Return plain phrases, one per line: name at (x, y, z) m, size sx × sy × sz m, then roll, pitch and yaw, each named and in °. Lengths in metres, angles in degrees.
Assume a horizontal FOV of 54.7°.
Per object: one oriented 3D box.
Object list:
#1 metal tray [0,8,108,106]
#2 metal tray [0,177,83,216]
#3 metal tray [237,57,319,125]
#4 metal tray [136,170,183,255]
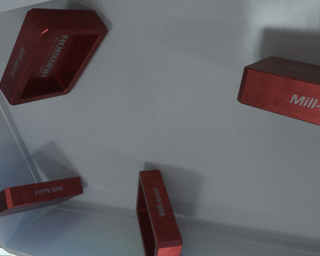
metal tray at (-0.131, -0.084, 0.378) m, size 0.030 × 0.091 × 0.129 m, roll 55°, pitch 130°, yaw 10°
metal tray at (-0.209, 0.116, 0.522) m, size 0.090 × 0.131 × 0.030 m, roll -27°, pitch 73°, yaw 37°
metal tray at (0.143, -0.028, 0.259) m, size 0.130 × 0.091 × 0.030 m, roll 20°, pitch 117°, yaw 26°
metal tray at (-0.006, 0.133, 0.430) m, size 0.030 × 0.130 × 0.089 m, roll -2°, pitch 125°, yaw -14°
